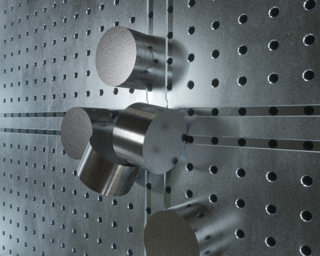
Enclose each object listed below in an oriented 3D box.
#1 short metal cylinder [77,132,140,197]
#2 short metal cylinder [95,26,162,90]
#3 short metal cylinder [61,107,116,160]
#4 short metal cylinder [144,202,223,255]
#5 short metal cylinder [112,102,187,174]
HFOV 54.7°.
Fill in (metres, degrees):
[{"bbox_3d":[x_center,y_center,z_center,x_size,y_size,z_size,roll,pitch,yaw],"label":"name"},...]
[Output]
[{"bbox_3d":[-0.067,0.049,0.429,0.080,0.081,0.050,40,115,32],"label":"short metal cylinder"},{"bbox_3d":[-0.044,-0.095,0.430,0.080,0.050,0.079,0,90,40],"label":"short metal cylinder"},{"bbox_3d":[-0.110,0.008,0.484,0.080,0.050,0.079,0,90,40],"label":"short metal cylinder"},{"bbox_3d":[0.027,0.134,0.371,0.080,0.050,0.079,0,90,40],"label":"short metal cylinder"},{"bbox_3d":[-0.011,0.011,0.383,0.050,0.081,0.079,15,100,39],"label":"short metal cylinder"}]
